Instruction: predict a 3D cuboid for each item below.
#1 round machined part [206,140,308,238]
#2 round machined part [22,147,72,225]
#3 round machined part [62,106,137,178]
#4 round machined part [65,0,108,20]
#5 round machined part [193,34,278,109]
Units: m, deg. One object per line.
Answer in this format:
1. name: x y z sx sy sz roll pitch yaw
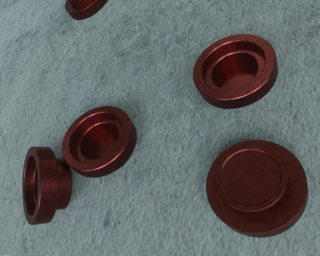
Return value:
1. round machined part: 0.093 0.055 0.310 0.098 0.042 0.098 -13 56 20
2. round machined part: -0.146 0.073 0.403 0.098 0.042 0.097 -6 83 55
3. round machined part: -0.076 0.022 0.413 0.098 0.042 0.098 -10 54 15
4. round machined part: -0.158 -0.275 0.642 0.098 0.042 0.098 -13 56 20
5. round machined part: 0.094 -0.065 0.383 0.098 0.042 0.098 -13 56 20
